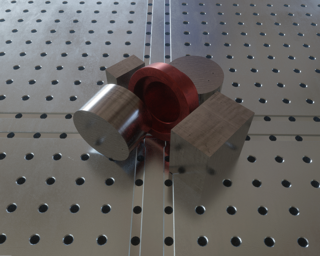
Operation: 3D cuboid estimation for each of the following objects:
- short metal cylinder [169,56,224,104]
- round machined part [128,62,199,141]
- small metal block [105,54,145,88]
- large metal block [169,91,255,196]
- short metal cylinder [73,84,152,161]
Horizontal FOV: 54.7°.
[{"bbox_3d":[0.047,-0.058,0.440,0.081,0.050,0.080,0,50,0],"label":"short metal cylinder"},{"bbox_3d":[0.009,-0.036,0.391,0.098,0.097,0.042,34,45,24],"label":"round machined part"},{"bbox_3d":[-0.048,-0.071,0.450,0.050,0.050,0.025,-35,59,-26],"label":"small metal block"},{"bbox_3d":[0.057,0.018,0.358,0.050,0.080,0.080,36,58,26],"label":"large metal block"},{"bbox_3d":[-0.057,-0.006,0.376,0.080,0.080,0.050,25,54,19],"label":"short metal cylinder"}]
